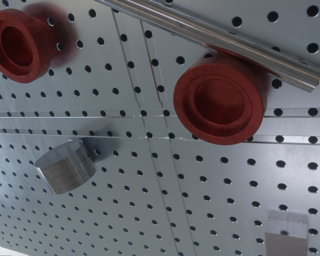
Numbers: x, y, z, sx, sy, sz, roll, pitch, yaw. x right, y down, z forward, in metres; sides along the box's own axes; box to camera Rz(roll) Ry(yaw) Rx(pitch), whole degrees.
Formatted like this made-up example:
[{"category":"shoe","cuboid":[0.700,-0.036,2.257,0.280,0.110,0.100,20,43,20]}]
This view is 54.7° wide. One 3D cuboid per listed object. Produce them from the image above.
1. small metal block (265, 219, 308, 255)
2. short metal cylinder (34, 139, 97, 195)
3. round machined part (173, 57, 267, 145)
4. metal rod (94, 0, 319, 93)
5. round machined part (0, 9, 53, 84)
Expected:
[{"category":"small metal block","cuboid":[0.170,0.153,0.416,0.050,0.025,0.050,1,119,27]},{"category":"short metal cylinder","cuboid":[-0.148,0.060,0.491,0.080,0.080,0.050,-10,113,32]},{"category":"round machined part","cuboid":[0.068,-0.032,0.342,0.098,0.042,0.097,16,129,21]},{"category":"metal rod","cuboid":[0.020,-0.111,0.331,0.301,0.025,0.025,27,128,11]},{"category":"round machined part","cuboid":[-0.191,-0.115,0.430,0.098,0.042,0.097,13,124,21]}]
